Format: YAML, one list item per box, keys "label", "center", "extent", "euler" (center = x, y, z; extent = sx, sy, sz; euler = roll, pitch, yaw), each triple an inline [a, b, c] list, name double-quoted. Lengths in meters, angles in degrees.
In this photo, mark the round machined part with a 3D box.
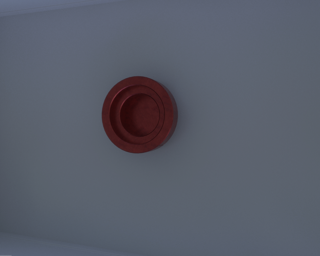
- label: "round machined part"
  center: [-0.023, -0.017, 0.409]
  extent: [0.098, 0.042, 0.097]
  euler: [0, 90, 19]
